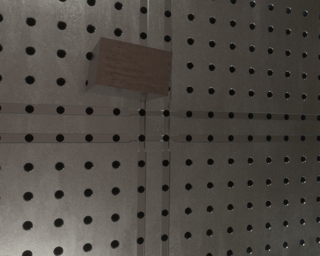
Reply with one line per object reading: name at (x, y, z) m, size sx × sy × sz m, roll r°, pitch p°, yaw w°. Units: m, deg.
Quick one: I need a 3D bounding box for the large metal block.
large metal block at (-0.040, -0.065, 0.369) m, size 0.081 × 0.080 × 0.050 m, roll 7°, pitch 88°, yaw -20°
